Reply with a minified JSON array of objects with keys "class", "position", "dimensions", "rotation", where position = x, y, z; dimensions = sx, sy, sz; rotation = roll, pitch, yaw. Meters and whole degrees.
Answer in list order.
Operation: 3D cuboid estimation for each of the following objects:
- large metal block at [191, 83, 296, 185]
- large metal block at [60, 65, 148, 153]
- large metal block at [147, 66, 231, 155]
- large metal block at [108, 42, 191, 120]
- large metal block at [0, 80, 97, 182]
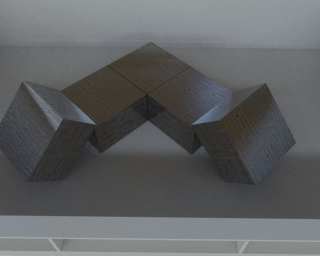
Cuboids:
[{"class":"large metal block","position":[0.096,0.007,0.354],"dimensions":[0.080,0.050,0.080],"rotation":[-36,102,-26]},{"class":"large metal block","position":[-0.073,-0.027,0.409],"dimensions":[0.080,0.050,0.080],"rotation":[-36,59,-27]},{"class":"large metal block","position":[0.041,-0.025,0.408],"dimensions":[0.080,0.050,0.080],"rotation":[-36,59,-27]},{"class":"large metal block","position":[-0.015,-0.070,0.445],"dimensions":[0.080,0.050,0.080],"rotation":[-36,59,-27]},{"class":"large metal block","position":[-0.133,0.004,0.354],"dimensions":[0.080,0.050,0.080],"rotation":[39,102,27]}]
